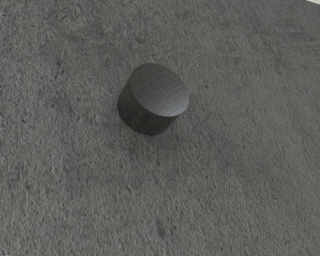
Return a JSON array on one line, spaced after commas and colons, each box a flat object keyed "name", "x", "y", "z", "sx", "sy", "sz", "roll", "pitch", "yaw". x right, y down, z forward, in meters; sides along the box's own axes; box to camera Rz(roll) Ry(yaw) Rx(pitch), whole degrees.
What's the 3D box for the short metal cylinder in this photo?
[{"name": "short metal cylinder", "x": -0.010, "y": -0.037, "z": 0.405, "sx": 0.081, "sy": 0.050, "sz": 0.080, "roll": 13, "pitch": 56, "yaw": -21}]
